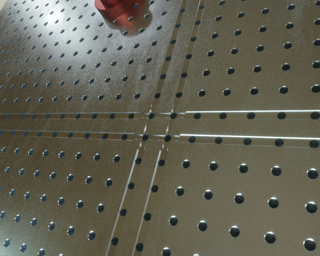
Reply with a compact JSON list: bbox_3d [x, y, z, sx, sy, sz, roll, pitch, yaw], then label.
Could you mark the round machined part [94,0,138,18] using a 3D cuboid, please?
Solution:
[{"bbox_3d":[-0.089,-0.269,0.610,0.098,0.042,0.098,-13,56,21],"label":"round machined part"}]
